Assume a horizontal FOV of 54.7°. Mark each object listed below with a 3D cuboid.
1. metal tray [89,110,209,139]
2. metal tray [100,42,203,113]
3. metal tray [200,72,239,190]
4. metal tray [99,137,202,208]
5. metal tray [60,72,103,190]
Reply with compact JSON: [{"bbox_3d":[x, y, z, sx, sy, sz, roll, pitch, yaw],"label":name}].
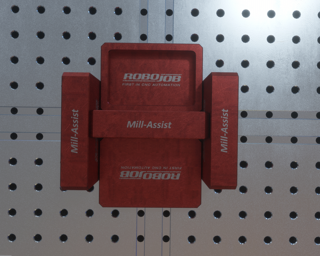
[{"bbox_3d":[-0.012,-0.004,0.379,0.131,0.090,0.030,1,90,-1],"label":"metal tray"},{"bbox_3d":[-0.011,-0.064,0.410,0.131,0.030,0.089,1,90,-1],"label":"metal tray"},{"bbox_3d":[0.070,0.003,0.381,0.030,0.090,0.129,1,90,0],"label":"metal tray"},{"bbox_3d":[-0.012,0.057,0.409,0.131,0.030,0.089,1,90,-1],"label":"metal tray"},{"bbox_3d":[-0.092,0.003,0.379,0.030,0.090,0.129,1,90,0],"label":"metal tray"}]
